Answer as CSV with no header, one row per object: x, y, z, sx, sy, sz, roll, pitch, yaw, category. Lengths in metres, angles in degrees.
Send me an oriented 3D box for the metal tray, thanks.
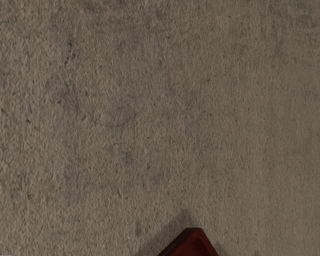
0.027,0.207,0.409,0.131,0.030,0.090,-32,92,-36,metal tray
